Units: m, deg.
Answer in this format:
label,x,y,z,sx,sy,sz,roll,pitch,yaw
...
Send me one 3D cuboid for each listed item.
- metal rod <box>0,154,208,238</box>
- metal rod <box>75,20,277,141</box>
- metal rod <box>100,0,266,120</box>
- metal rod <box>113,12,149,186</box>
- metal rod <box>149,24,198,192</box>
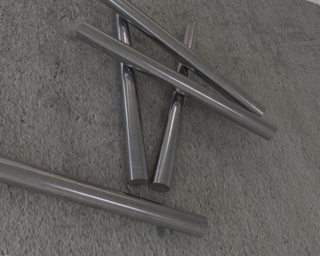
label,x,y,z,sx,sy,sz,roll,pitch,yaw
metal rod,-0.087,0.064,0.317,0.302,0.025,0.025,21,54,-16
metal rod,0.031,-0.059,0.422,0.301,0.025,0.025,27,53,-12
metal rod,0.030,-0.111,0.454,0.301,0.025,0.025,37,51,-4
metal rod,-0.044,-0.069,0.421,0.025,0.025,0.299,6,59,-25
metal rod,0.027,-0.050,0.447,0.025,0.025,0.300,23,53,-14
